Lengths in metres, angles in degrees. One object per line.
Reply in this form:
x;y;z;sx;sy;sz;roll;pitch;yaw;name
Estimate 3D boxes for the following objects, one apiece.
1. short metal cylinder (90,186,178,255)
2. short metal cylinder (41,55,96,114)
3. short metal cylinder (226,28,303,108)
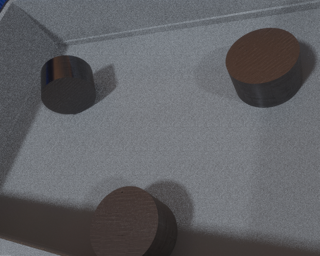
-0.028;0.110;0.337;0.080;0.050;0.080;-13;56;21;short metal cylinder
-0.144;-0.067;0.487;0.080;0.080;0.050;-26;53;12;short metal cylinder
0.124;-0.071;0.368;0.080;0.050;0.080;-13;56;21;short metal cylinder
